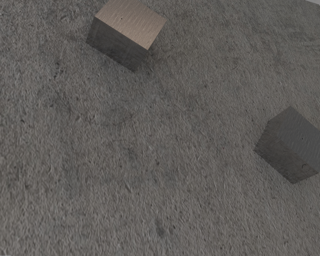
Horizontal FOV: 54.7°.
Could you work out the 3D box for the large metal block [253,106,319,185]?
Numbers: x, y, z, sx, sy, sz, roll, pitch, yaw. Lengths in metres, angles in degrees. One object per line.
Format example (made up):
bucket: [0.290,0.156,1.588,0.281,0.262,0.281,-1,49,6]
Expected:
large metal block: [0.205,0.026,0.482,0.080,0.050,0.080,41,51,0]

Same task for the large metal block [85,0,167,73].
large metal block: [-0.047,-0.140,0.448,0.080,0.050,0.080,31,52,-8]
